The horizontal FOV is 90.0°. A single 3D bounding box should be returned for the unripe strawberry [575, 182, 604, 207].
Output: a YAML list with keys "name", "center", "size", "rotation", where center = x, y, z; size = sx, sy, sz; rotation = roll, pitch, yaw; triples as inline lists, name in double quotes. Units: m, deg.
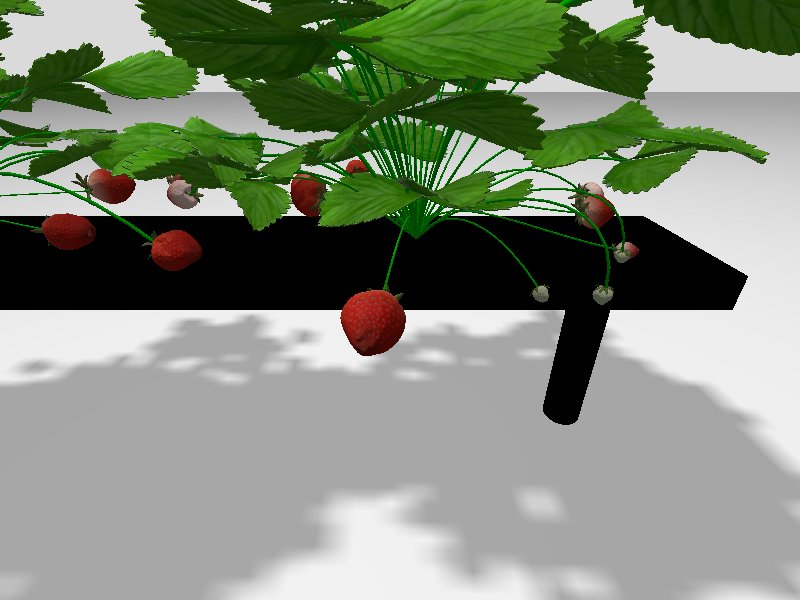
- name: "unripe strawberry"
  center: [0.209, -0.111, 0.438]
  size: [0.033, 0.032, 0.030]
  rotation: [9, 22, -31]

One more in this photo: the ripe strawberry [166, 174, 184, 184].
- name: "ripe strawberry"
  center: [-0.285, -0.164, 0.526]
  size: [0.039, 0.035, 0.035]
  rotation: [21, 18, 33]

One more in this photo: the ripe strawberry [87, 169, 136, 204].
- name: "ripe strawberry"
  center: [-0.331, -0.132, 0.460]
  size: [0.046, 0.039, 0.046]
  rotation: [24, 36, 36]

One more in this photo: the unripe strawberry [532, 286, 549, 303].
- name: "unripe strawberry"
  center: [0.092, -0.003, 0.262]
  size: [0.010, 0.011, 0.011]
  rotation: [-18, -16, -28]

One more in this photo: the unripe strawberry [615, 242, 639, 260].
- name: "unripe strawberry"
  center: [0.183, -0.040, 0.323]
  size: [0.017, 0.014, 0.017]
  rotation: [9, 30, 14]

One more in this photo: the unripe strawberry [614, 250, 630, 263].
- name: "unripe strawberry"
  center: [0.162, -0.032, 0.292]
  size: [0.010, 0.010, 0.009]
  rotation: [15, 32, 24]

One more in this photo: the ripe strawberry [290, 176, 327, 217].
- name: "ripe strawberry"
  center: [-0.096, -0.110, 0.422]
  size: [0.039, 0.041, 0.036]
  rotation: [17, 33, 28]

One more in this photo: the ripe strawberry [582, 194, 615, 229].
- name: "ripe strawberry"
  center: [0.194, -0.086, 0.391]
  size: [0.034, 0.033, 0.031]
  rotation: [-5, 30, -10]

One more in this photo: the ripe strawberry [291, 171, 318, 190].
- name: "ripe strawberry"
  center: [-0.110, -0.130, 0.465]
  size: [0.040, 0.039, 0.037]
  rotation: [24, 37, 37]

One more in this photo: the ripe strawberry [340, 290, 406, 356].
- name: "ripe strawberry"
  center: [-0.015, 0.014, 0.209]
  size: [0.034, 0.036, 0.037]
  rotation: [5, 30, 9]

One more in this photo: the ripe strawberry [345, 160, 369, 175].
- name: "ripe strawberry"
  center: [-0.059, -0.175, 0.549]
  size: [0.033, 0.034, 0.036]
  rotation: [-10, 30, -17]

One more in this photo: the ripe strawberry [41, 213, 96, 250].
- name: "ripe strawberry"
  center: [-0.277, -0.058, 0.339]
  size: [0.035, 0.030, 0.035]
  rotation: [5, 30, 8]

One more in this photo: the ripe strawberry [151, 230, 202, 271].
- name: "ripe strawberry"
  center: [-0.166, -0.036, 0.300]
  size: [0.031, 0.031, 0.034]
  rotation: [11, 31, 11]

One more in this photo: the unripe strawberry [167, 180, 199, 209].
- name: "unripe strawberry"
  center: [-0.245, -0.118, 0.449]
  size: [0.034, 0.033, 0.031]
  rotation: [5, 29, 21]

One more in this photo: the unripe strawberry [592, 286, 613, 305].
- name: "unripe strawberry"
  center: [0.126, -0.002, 0.250]
  size: [0.011, 0.011, 0.011]
  rotation: [-23, 36, -34]
